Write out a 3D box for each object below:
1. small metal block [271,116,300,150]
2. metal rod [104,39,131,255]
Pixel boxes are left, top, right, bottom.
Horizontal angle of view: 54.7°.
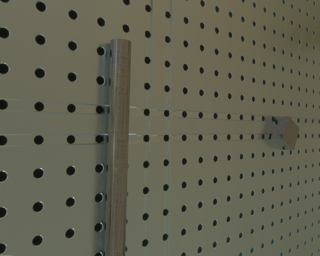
[{"bbox_3d":[0.251,0.011,0.620,0.050,0.025,0.050,35,68,-35],"label":"small metal block"},{"bbox_3d":[-0.051,0.046,0.366,0.025,0.025,0.298,3,89,-40],"label":"metal rod"}]
